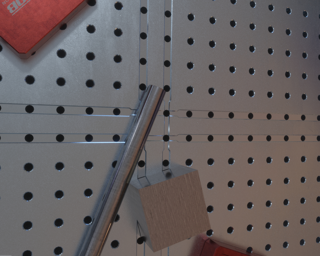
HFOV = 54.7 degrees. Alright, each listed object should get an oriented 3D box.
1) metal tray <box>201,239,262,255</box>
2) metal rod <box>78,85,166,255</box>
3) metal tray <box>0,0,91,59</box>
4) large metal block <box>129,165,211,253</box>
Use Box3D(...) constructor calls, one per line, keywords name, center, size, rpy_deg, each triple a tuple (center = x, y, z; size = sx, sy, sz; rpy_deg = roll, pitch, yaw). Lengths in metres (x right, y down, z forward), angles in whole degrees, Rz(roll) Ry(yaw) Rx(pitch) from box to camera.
Box3D(name="metal tray", center=(0.113, 0.227, 0.453), size=(0.131, 0.030, 0.090), rpy_deg=(24, 82, -19))
Box3D(name="metal rod", center=(-0.058, 0.086, 0.391), size=(0.025, 0.025, 0.299), rpy_deg=(24, 82, -19))
Box3D(name="metal tray", center=(-0.145, -0.156, 0.356), size=(0.090, 0.030, 0.130), rpy_deg=(45, 76, -15))
Box3D(name="large metal block", center=(0.012, 0.101, 0.405), size=(0.081, 0.050, 0.080), rpy_deg=(-15, 95, -20))
